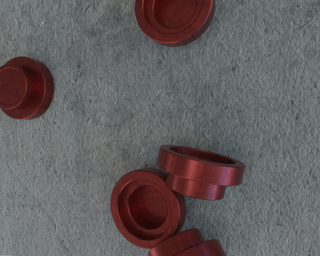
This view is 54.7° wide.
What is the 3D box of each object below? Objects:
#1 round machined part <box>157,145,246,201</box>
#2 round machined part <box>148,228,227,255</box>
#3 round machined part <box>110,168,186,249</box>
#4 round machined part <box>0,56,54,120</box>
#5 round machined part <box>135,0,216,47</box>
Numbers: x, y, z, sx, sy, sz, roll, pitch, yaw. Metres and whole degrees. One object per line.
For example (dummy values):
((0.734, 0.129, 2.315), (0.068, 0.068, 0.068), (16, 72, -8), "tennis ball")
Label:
((0.044, 0.051, 0.354), (0.098, 0.098, 0.042), (13, 95, 19), "round machined part")
((0.025, 0.153, 0.365), (0.098, 0.098, 0.042), (-37, 59, 16), "round machined part")
((-0.011, 0.100, 0.400), (0.098, 0.042, 0.097), (1, 93, 26), "round machined part")
((-0.217, -0.062, 0.477), (0.098, 0.042, 0.097), (0, 90, 20), "round machined part")
((0.022, -0.151, 0.392), (0.098, 0.042, 0.097), (0, 90, 20), "round machined part")
